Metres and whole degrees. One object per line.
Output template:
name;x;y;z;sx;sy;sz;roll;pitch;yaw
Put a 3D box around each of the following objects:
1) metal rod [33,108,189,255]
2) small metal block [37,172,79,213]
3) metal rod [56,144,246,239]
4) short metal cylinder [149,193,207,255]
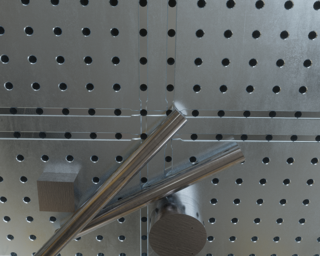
metal rod;-0.074;0.089;0.429;0.025;0.025;0.299;42;99;-14
small metal block;-0.146;0.092;0.446;0.050;0.025;0.050;3;110;-1
metal rod;-0.020;0.100;0.449;0.301;0.025;0.025;-27;108;9
short metal cylinder;0.025;0.144;0.453;0.081;0.050;0.079;0;110;0
